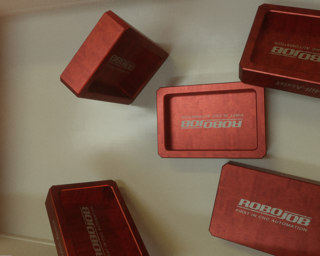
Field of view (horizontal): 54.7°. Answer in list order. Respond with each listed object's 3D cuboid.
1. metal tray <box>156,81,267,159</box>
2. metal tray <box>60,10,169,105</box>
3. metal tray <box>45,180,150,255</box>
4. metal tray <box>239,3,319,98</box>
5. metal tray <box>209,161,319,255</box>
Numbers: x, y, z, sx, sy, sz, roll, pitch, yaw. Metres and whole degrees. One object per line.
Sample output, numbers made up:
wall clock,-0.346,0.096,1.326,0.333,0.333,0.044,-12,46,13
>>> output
metal tray,0.063,-0.008,0.385,0.130,0.030,0.089,-2,90,19
metal tray,-0.047,-0.075,0.370,0.030,0.130,0.090,43,103,15
metal tray,-0.078,0.124,0.374,0.130,0.091,0.030,56,133,39
metal tray,0.161,-0.082,0.333,0.130,0.030,0.090,16,72,19
metal tray,0.131,0.097,0.362,0.130,0.030,0.089,12,94,19
